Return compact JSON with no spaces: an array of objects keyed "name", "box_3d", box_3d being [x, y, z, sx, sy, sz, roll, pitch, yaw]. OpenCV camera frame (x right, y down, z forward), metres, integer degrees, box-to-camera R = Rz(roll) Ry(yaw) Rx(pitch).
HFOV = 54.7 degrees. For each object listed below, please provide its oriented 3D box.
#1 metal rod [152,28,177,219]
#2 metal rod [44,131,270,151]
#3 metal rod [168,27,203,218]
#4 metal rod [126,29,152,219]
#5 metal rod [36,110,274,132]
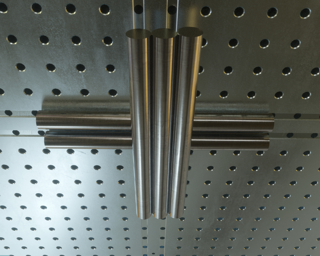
[{"name":"metal rod","box_3d":[0.002,0.021,0.397,0.025,0.025,0.298,0,130,-1]},{"name":"metal rod","box_3d":[-0.003,0.018,0.427,0.302,0.025,0.025,1,130,-1]},{"name":"metal rod","box_3d":[0.027,0.020,0.397,0.025,0.025,0.298,0,130,-1]},{"name":"metal rod","box_3d":[-0.023,0.022,0.397,0.025,0.025,0.298,0,130,-1]},{"name":"metal rod","box_3d":[-0.005,-0.009,0.404,0.302,0.025,0.025,1,130,-1]}]
